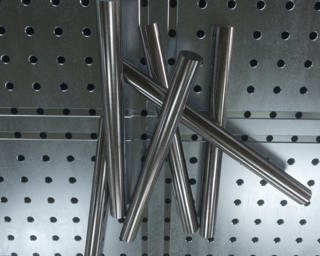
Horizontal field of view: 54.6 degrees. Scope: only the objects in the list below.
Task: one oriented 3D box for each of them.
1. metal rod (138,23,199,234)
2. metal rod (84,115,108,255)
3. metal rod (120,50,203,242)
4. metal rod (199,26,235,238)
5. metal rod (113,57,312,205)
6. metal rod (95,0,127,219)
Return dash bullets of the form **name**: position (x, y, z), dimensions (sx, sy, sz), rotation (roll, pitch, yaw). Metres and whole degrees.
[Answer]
- **metal rod**: position (0.016, 0.015, 0.418), dimensions (0.025, 0.025, 0.298), rotation (-11, 110, 4)
- **metal rod**: position (-0.092, 0.125, 0.458), dimensions (0.025, 0.025, 0.298), rotation (9, 110, -4)
- **metal rod**: position (-0.009, 0.045, 0.394), dimensions (0.025, 0.025, 0.298), rotation (15, 123, -6)
- **metal rod**: position (0.074, 0.019, 0.420), dimensions (0.025, 0.025, 0.298), rotation (1, 110, 0)
- **metal rod**: position (0.073, 0.011, 0.389), dimensions (0.301, 0.025, 0.025), rotation (34, 107, -12)
- **metal rod**: position (-0.055, 0.001, 0.377), dimensions (0.025, 0.025, 0.298), rotation (2, 124, -1)
